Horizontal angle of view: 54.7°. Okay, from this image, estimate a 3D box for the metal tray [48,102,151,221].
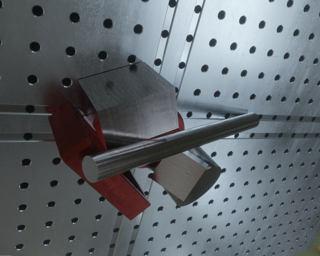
[{"bbox_3d":[-0.068,0.040,0.357,0.030,0.090,0.130,-38,130,-3],"label":"metal tray"}]

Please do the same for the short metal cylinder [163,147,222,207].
[{"bbox_3d":[0.041,0.067,0.445,0.081,0.050,0.080,-29,147,-21],"label":"short metal cylinder"}]

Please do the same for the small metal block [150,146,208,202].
[{"bbox_3d":[0.024,0.054,0.387,0.050,0.050,0.025,-58,170,11],"label":"small metal block"}]

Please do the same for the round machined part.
[{"bbox_3d":[-0.010,0.014,0.408,0.099,0.042,0.097,-14,125,-21],"label":"round machined part"}]

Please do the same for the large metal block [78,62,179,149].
[{"bbox_3d":[-0.035,-0.027,0.339,0.081,0.080,0.050,-20,126,-17],"label":"large metal block"}]

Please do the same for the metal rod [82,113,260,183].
[{"bbox_3d":[0.042,0.012,0.382,0.302,0.025,0.025,-13,127,-45],"label":"metal rod"}]
